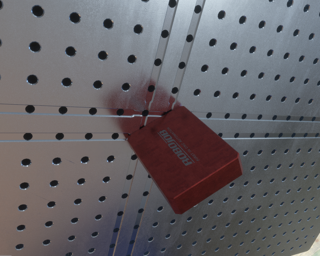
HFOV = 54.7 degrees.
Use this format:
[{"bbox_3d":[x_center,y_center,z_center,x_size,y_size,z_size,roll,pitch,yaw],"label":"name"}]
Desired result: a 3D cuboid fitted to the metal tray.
[{"bbox_3d":[0.025,0.031,0.377,0.090,0.130,0.030,-31,129,-9],"label":"metal tray"}]
